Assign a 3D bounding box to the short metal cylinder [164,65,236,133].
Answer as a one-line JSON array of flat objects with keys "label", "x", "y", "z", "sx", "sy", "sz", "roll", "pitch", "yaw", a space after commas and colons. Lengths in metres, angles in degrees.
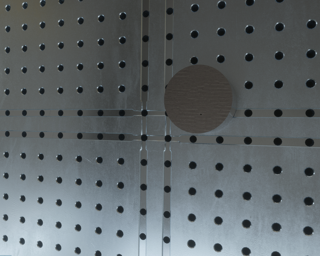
[{"label": "short metal cylinder", "x": 0.051, "y": -0.033, "z": 0.381, "sx": 0.080, "sy": 0.050, "sz": 0.079, "roll": 0, "pitch": 90, "yaw": 19}]
